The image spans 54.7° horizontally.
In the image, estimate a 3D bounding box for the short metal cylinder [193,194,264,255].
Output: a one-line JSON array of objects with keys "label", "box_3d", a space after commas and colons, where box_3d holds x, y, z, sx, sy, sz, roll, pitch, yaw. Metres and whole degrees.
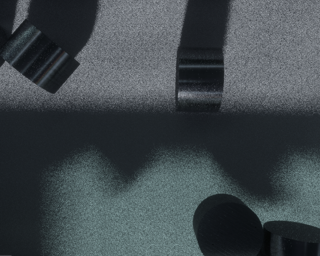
[{"label": "short metal cylinder", "box_3d": [0.085, 0.130, 0.399, 0.081, 0.050, 0.080, 0, 90, 0]}]

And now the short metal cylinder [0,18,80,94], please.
[{"label": "short metal cylinder", "box_3d": [-0.147, -0.087, 0.383, 0.080, 0.080, 0.050, 40, 90, 0]}]

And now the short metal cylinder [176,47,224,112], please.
[{"label": "short metal cylinder", "box_3d": [0.046, -0.059, 0.384, 0.050, 0.080, 0.080, 1, 90, 0]}]

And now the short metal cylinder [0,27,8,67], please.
[{"label": "short metal cylinder", "box_3d": [-0.246, -0.111, 0.397, 0.081, 0.050, 0.080, 0, 90, 0]}]

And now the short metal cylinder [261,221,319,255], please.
[{"label": "short metal cylinder", "box_3d": [0.169, 0.152, 0.385, 0.080, 0.080, 0.050, 4, 90, 0]}]
